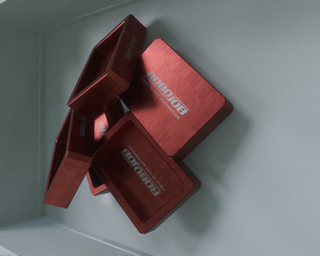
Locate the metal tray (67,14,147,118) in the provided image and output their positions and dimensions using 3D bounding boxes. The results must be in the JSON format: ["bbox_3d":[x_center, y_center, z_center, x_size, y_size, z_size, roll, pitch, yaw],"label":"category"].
[{"bbox_3d":[-0.068,-0.084,0.411,0.090,0.030,0.130,-29,36,36],"label":"metal tray"}]

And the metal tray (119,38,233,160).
[{"bbox_3d":[0.011,-0.037,0.376,0.090,0.030,0.130,-46,62,10],"label":"metal tray"}]

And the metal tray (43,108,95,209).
[{"bbox_3d":[-0.119,0.029,0.415,0.089,0.030,0.130,-58,26,27],"label":"metal tray"}]

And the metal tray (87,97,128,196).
[{"bbox_3d":[-0.083,0.026,0.469,0.090,0.030,0.130,-32,70,35],"label":"metal tray"}]

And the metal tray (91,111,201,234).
[{"bbox_3d":[-0.024,0.053,0.393,0.090,0.030,0.130,-45,69,10],"label":"metal tray"}]
